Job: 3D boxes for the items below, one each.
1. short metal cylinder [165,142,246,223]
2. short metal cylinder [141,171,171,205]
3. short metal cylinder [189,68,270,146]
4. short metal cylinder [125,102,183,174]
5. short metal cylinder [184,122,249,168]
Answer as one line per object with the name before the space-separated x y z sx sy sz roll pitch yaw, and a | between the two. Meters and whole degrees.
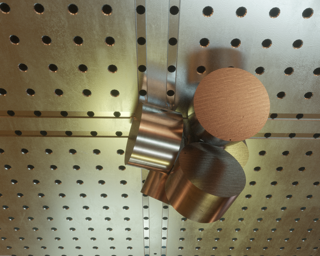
short metal cylinder | 0.052 0.062 0.362 0.081 0.080 0.050 13 129 -11
short metal cylinder | 0.019 0.083 0.439 0.080 0.050 0.080 22 168 5
short metal cylinder | 0.075 -0.021 0.349 0.081 0.080 0.050 2 170 -2
short metal cylinder | -0.009 0.013 0.386 0.050 0.080 0.079 15 129 -12
short metal cylinder | 0.073 0.023 0.414 0.081 0.050 0.079 0 129 0
